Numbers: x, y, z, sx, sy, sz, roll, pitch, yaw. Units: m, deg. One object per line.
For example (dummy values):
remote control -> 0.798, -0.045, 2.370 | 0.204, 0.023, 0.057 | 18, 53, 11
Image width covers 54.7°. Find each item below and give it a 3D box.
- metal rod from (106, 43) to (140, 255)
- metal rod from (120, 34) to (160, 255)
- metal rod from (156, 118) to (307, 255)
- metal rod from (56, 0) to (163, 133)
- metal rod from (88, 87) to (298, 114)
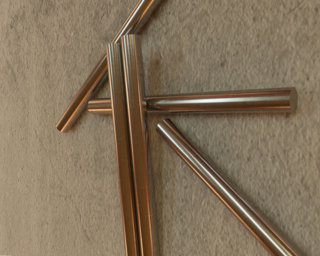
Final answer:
metal rod -> -0.047, 0.039, 0.418 | 0.025, 0.025, 0.298 | 0, 97, 39
metal rod -> -0.024, 0.034, 0.399 | 0.025, 0.025, 0.298 | 0, 97, 39
metal rod -> 0.094, 0.092, 0.325 | 0.300, 0.025, 0.025 | 47, 118, 29
metal rod -> -0.081, -0.096, 0.469 | 0.299, 0.025, 0.025 | -47, 62, 29
metal rod -> 0.013, -0.031, 0.392 | 0.300, 0.025, 0.025 | 2, 91, 39
